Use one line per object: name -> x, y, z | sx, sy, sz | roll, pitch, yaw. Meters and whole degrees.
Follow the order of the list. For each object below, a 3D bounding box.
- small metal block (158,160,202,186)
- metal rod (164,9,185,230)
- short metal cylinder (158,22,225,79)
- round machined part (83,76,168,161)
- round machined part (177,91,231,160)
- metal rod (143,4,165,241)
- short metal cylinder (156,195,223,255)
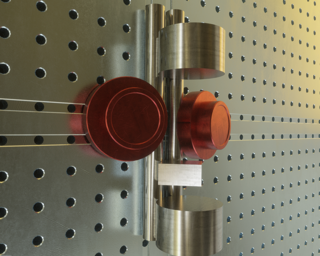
small metal block -> 0.027, 0.055, 0.385 | 0.050, 0.050, 0.025 | 6, 85, -82
metal rod -> 0.019, -0.009, 0.424 | 0.025, 0.025, 0.298 | 1, 89, -40
short metal cylinder -> 0.038, -0.090, 0.376 | 0.081, 0.080, 0.050 | 1, 90, -40
round machined part -> -0.034, -0.010, 0.353 | 0.099, 0.042, 0.097 | 0, 90, -26
round machined part -> 0.068, -0.004, 0.437 | 0.099, 0.042, 0.097 | -1, 91, -55
metal rod -> -0.008, -0.008, 0.401 | 0.025, 0.025, 0.298 | 1, 89, -40
short metal cylinder -> 0.035, 0.115, 0.375 | 0.081, 0.080, 0.050 | 1, 90, -40
